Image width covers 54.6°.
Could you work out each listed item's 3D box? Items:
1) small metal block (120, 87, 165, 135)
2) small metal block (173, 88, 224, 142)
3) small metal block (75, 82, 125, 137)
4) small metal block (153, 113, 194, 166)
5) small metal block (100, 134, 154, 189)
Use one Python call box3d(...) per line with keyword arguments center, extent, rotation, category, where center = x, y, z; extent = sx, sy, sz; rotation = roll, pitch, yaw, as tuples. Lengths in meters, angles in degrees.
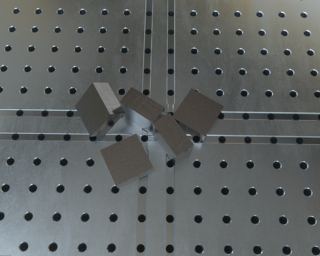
box3d(center=(-0.022, -0.021, 0.406), extent=(0.050, 0.050, 0.025), rotation=(33, 73, 11), category="small metal block")
box3d(center=(0.050, -0.017, 0.418), extent=(0.050, 0.025, 0.050), rotation=(31, 73, 10), category="small metal block")
box3d(center=(-0.079, -0.024, 0.405), extent=(0.025, 0.050, 0.050), rotation=(-9, 62, -50), category="small metal block")
box3d(center=(0.016, 0.015, 0.393), extent=(0.025, 0.050, 0.050), rotation=(-33, 73, -11), category="small metal block")
box3d(center=(-0.042, 0.043, 0.396), extent=(0.050, 0.025, 0.050), rotation=(-25, 72, -9), category="small metal block")
